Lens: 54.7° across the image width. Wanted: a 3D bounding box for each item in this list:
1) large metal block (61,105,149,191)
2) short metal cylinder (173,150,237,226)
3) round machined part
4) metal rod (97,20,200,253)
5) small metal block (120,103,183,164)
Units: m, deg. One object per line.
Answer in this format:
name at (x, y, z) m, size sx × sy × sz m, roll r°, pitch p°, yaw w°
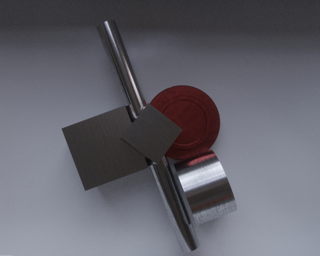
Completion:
large metal block at (-0.066, 0.024, 0.394) m, size 0.080 × 0.050 × 0.080 m, roll -20°, pitch 90°, yaw -1°
short metal cylinder at (0.054, 0.073, 0.383) m, size 0.050 × 0.080 × 0.080 m, roll -21°, pitch 90°, yaw 0°
round machined part at (0.029, -0.007, 0.401) m, size 0.099 × 0.042 × 0.097 m, roll 0°, pitch 90°, yaw -1°
metal rod at (-0.015, 0.011, 0.389) m, size 0.025 × 0.025 × 0.299 m, roll -21°, pitch 90°, yaw 0°
small metal block at (-0.011, 0.007, 0.361) m, size 0.050 × 0.025 × 0.050 m, roll 38°, pitch 78°, yaw -7°
